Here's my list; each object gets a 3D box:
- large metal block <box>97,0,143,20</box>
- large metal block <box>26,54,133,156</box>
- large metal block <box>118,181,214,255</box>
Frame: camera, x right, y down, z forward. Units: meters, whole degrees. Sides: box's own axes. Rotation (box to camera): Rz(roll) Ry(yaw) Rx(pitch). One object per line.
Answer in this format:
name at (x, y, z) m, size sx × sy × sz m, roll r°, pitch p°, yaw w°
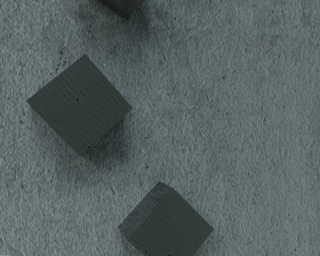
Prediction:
large metal block at (-0.051, -0.182, 0.360) m, size 0.080 × 0.080 × 0.050 m, roll 30°, pitch 81°, yaw -18°
large metal block at (-0.093, -0.025, 0.361) m, size 0.080 × 0.050 × 0.080 m, roll -44°, pitch 104°, yaw -15°
large metal block at (0.007, 0.129, 0.398) m, size 0.080 × 0.050 × 0.080 m, roll -47°, pitch 105°, yaw -14°
